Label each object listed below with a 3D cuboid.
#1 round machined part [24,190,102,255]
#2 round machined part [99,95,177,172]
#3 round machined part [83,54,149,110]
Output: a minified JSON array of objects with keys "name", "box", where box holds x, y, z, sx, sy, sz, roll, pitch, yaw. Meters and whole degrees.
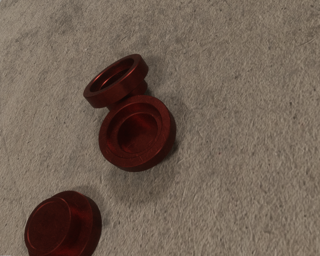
[{"name":"round machined part","box":[-0.125,0.124,0.381,0.098,0.042,0.098,-13,56,20]},{"name":"round machined part","box":[-0.025,0.010,0.396,0.098,0.042,0.098,-10,61,19]},{"name":"round machined part","box":[-0.057,-0.060,0.444,0.098,0.042,0.098,-26,30,17]}]
